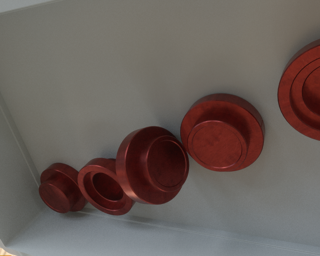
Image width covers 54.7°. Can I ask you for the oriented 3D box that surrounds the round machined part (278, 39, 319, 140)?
[{"bbox_3d":[0.164,-0.038,0.288,0.098,0.042,0.097,13,124,20],"label":"round machined part"}]

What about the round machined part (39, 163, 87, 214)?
[{"bbox_3d":[-0.178,0.115,0.560,0.098,0.042,0.097,13,124,20],"label":"round machined part"}]

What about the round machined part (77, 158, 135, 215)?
[{"bbox_3d":[-0.077,0.087,0.490,0.098,0.042,0.097,13,124,20],"label":"round machined part"}]

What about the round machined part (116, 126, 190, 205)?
[{"bbox_3d":[-0.002,0.045,0.385,0.042,0.099,0.098,-14,112,49],"label":"round machined part"}]

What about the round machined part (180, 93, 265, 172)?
[{"bbox_3d":[0.071,0.012,0.363,0.098,0.042,0.097,10,122,18],"label":"round machined part"}]
